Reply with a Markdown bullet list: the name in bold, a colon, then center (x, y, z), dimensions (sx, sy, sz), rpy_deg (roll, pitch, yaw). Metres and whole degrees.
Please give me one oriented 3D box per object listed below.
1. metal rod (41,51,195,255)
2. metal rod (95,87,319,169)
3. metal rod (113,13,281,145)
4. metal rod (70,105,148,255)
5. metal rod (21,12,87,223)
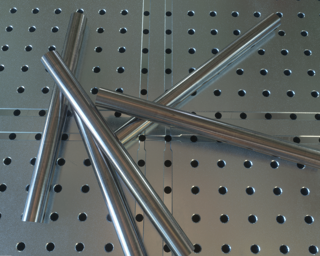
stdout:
- **metal rod**: center (-0.057, 0.027, 0.382), dimensions (0.025, 0.025, 0.299), rpy_deg (-34, 81, -12)
- **metal rod**: center (0.068, 0.001, 0.394), dimensions (0.302, 0.025, 0.025), rpy_deg (16, 71, -2)
- **metal rod**: center (0.059, -0.074, 0.439), dimensions (0.301, 0.025, 0.025), rpy_deg (-38, 75, -13)
- **metal rod**: center (-0.052, 0.094, 0.376), dimensions (0.025, 0.025, 0.299), rpy_deg (-22, 72, -8)
- **metal rod**: center (-0.138, -0.028, 0.420), dimensions (0.025, 0.025, 0.299), rpy_deg (5, 70, 1)
